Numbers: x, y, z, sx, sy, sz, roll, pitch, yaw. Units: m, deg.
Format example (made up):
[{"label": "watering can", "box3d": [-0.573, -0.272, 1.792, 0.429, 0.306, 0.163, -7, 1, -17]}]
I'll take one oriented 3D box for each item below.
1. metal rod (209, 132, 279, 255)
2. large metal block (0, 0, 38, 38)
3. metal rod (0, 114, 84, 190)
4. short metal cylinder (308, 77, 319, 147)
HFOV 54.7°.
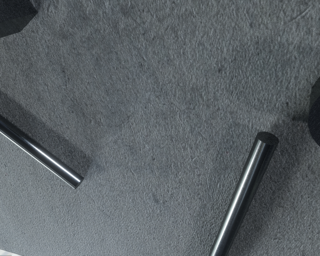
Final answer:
[{"label": "metal rod", "box3d": [0.101, 0.132, 0.434, 0.025, 0.025, 0.298, 21, 126, 15]}, {"label": "large metal block", "box3d": [-0.219, -0.158, 0.386, 0.050, 0.080, 0.080, -24, 105, 36]}, {"label": "metal rod", "box3d": [-0.261, 0.008, 0.546, 0.301, 0.025, 0.025, 36, 129, 3]}, {"label": "short metal cylinder", "box3d": [0.182, -0.017, 0.285, 0.080, 0.050, 0.079, 13, 124, 20]}]
